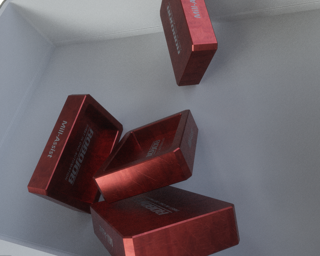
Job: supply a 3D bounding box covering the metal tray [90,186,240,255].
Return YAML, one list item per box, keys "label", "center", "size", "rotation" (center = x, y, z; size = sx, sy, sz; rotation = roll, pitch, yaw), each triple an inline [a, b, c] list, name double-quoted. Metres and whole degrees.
- label: "metal tray"
  center: [-0.005, 0.083, 0.278]
  size: [0.130, 0.091, 0.030]
  rotation: [172, 88, -67]

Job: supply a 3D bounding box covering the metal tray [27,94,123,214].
- label: "metal tray"
  center: [-0.100, 0.033, 0.394]
  size: [0.030, 0.090, 0.130]
  rotation: [2, 63, 29]

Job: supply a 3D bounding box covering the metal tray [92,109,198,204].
- label: "metal tray"
  center: [-0.008, 0.025, 0.341]
  size: [0.090, 0.030, 0.130]
  rotation: [-20, 15, 16]

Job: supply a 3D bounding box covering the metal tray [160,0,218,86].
- label: "metal tray"
  center: [0.033, -0.132, 0.406]
  size: [0.030, 0.090, 0.130]
  rotation: [-8, 70, -12]
